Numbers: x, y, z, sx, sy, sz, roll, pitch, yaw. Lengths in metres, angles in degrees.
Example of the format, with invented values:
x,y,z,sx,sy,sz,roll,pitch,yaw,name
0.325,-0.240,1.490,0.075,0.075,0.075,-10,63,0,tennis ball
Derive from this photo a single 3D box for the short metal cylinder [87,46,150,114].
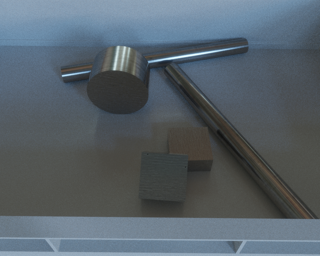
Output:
x,y,z,sx,sy,sz,roll,pitch,yaw,name
-0.055,-0.064,0.422,0.081,0.080,0.050,1,50,0,short metal cylinder

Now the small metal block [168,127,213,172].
x,y,z,sx,sy,sz,roll,pitch,yaw,name
0.036,0.026,0.383,0.050,0.025,0.050,-1,50,-2,small metal block

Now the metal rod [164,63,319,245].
x,y,z,sx,sy,sz,roll,pitch,yaw,name
0.090,0.010,0.397,0.025,0.025,0.300,-23,54,-18,metal rod

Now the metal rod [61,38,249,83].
x,y,z,sx,sy,sz,roll,pitch,yaw,name
-0.002,-0.110,0.497,0.302,0.025,0.025,-11,51,-10,metal rod

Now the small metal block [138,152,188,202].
x,y,z,sx,sy,sz,roll,pitch,yaw,name
0.004,0.053,0.344,0.050,0.025,0.050,4,88,2,small metal block
